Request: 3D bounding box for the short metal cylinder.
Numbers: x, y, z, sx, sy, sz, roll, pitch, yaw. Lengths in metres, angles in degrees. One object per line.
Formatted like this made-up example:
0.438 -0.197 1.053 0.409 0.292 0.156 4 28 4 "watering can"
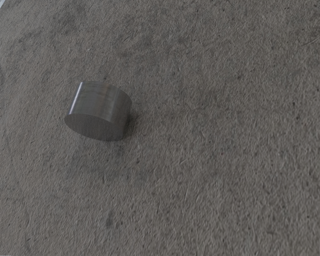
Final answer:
-0.084 -0.021 0.427 0.080 0.080 0.050 -2 61 27 "short metal cylinder"
